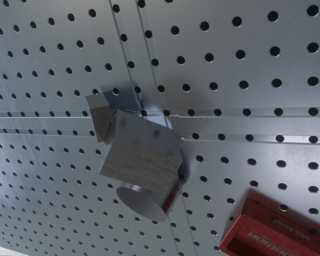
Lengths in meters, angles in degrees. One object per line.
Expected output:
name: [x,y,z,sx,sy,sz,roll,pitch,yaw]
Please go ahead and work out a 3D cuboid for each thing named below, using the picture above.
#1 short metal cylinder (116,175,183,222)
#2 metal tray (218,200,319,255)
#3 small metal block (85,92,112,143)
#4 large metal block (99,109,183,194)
short metal cylinder: [-0.015,0.090,0.443,0.080,0.050,0.080,23,146,17]
metal tray: [0.158,0.165,0.426,0.130,0.030,0.089,27,128,11]
small metal block: [-0.082,-0.015,0.427,0.025,0.050,0.050,-15,120,-14]
large metal block: [-0.025,0.027,0.381,0.080,0.080,0.050,20,112,-15]
